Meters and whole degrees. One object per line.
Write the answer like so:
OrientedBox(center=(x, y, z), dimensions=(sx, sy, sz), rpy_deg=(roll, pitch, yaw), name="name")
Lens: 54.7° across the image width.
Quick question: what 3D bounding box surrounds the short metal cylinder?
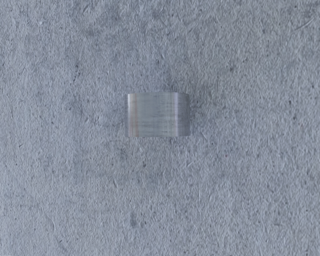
OrientedBox(center=(-0.003, -0.015, 0.382), dimensions=(0.080, 0.080, 0.050), rpy_deg=(-1, 90, 19), name="short metal cylinder")
